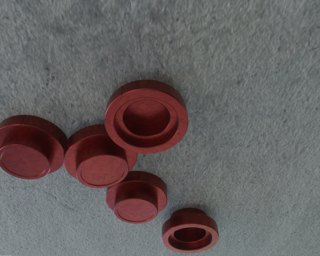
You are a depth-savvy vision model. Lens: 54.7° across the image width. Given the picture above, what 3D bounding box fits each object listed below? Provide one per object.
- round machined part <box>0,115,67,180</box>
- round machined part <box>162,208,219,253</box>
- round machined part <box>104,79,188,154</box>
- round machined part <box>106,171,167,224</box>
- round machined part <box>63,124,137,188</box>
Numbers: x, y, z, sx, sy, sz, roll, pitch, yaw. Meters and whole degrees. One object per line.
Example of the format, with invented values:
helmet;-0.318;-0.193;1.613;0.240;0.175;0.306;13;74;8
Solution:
round machined part;-0.179;0.033;0.421;0.099;0.042;0.097;0;130;0
round machined part;0.052;0.178;0.549;0.099;0.042;0.097;-1;130;0
round machined part;-0.016;-0.018;0.379;0.099;0.042;0.097;-1;129;-2
round machined part;-0.037;0.117;0.495;0.099;0.042;0.097;-1;130;0
round machined part;-0.079;0.045;0.420;0.099;0.042;0.097;-9;134;-9
